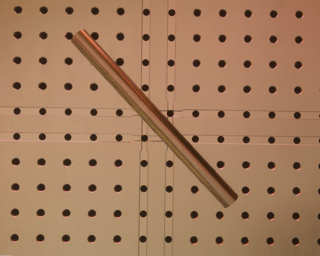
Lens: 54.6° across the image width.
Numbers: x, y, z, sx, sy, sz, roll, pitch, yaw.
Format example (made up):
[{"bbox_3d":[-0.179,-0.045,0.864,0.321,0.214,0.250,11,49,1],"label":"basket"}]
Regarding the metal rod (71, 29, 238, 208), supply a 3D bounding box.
[{"bbox_3d":[-0.007,-0.012,0.414,0.025,0.025,0.300,-43,90,0],"label":"metal rod"}]
